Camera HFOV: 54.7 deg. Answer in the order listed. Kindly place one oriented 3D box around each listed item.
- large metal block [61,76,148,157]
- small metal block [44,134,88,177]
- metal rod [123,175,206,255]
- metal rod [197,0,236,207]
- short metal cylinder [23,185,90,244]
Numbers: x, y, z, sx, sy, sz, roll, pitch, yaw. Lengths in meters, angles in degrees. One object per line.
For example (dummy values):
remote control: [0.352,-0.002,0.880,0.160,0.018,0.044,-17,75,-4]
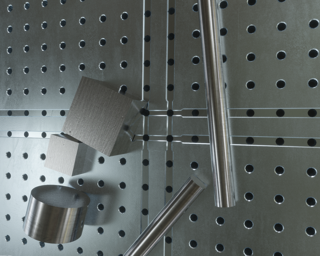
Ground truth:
large metal block: [-0.075,-0.016,0.426,0.080,0.050,0.080,26,99,18]
small metal block: [-0.140,0.039,0.462,0.050,0.025,0.050,15,95,19]
metal rod: [-0.041,0.184,0.426,0.025,0.025,0.299,41,103,15]
metal rod: [0.069,-0.053,0.388,0.025,0.025,0.298,-5,88,20]
short metal cylinder: [-0.144,0.118,0.434,0.080,0.080,0.050,17,96,19]
